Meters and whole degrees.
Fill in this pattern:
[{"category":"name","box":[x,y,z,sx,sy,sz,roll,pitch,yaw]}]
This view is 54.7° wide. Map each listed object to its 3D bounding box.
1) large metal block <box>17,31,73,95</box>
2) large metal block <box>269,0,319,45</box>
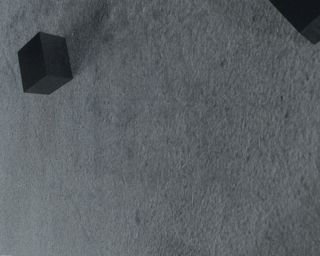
[{"category":"large metal block","box":[-0.207,-0.113,0.556,0.080,0.050,0.080,-21,77,37]},{"category":"large metal block","box":[0.139,-0.135,0.273,0.080,0.050,0.080,-44,64,31]}]
